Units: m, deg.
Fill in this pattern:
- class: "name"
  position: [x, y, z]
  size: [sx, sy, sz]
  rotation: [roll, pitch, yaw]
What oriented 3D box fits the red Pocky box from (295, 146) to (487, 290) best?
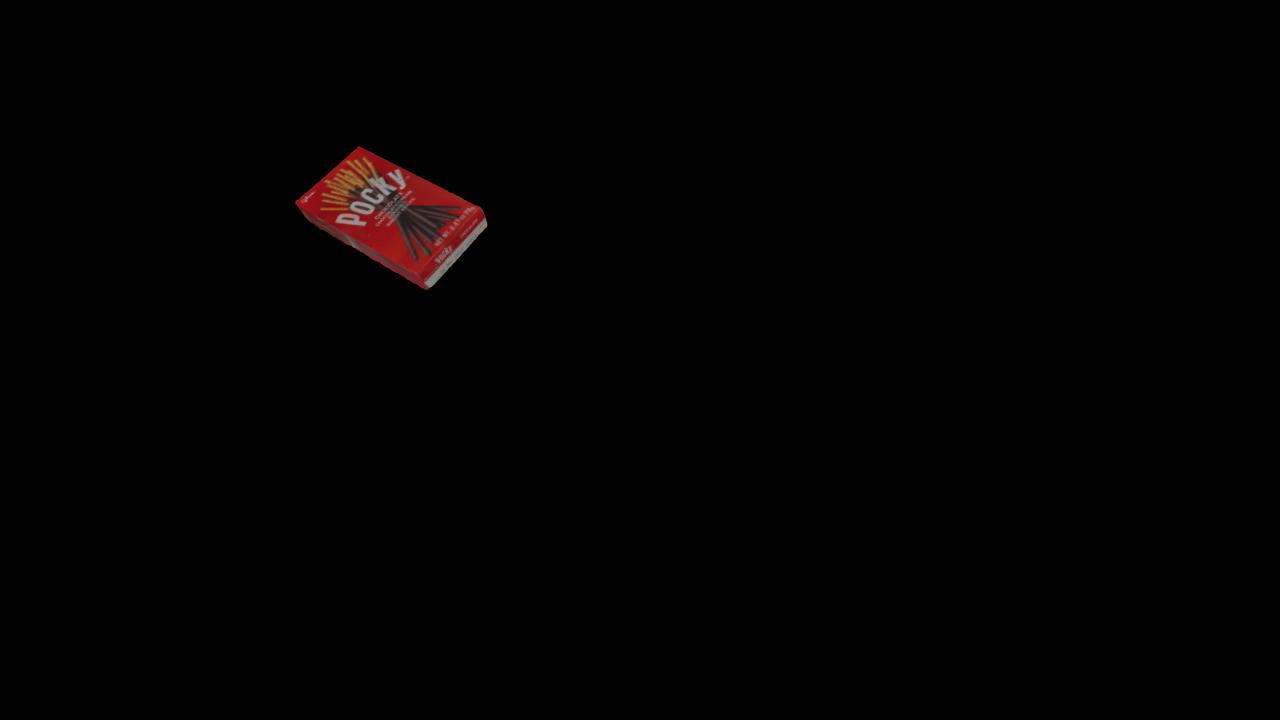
- class: "red Pocky box"
  position: [-0.219, -0.128, 0.540]
  size: [0.155, 0.083, 0.028]
  rotation: [29, -20, 19]
